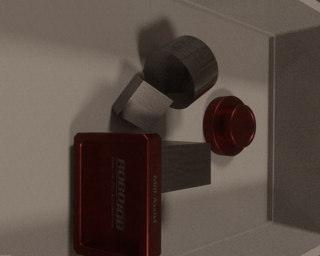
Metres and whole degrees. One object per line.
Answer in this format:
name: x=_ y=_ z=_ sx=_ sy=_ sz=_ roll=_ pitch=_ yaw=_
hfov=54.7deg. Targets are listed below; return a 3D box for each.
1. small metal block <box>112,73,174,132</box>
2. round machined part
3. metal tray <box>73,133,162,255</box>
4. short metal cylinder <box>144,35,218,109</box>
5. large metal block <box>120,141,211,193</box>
small metal block: x=-0.021 y=-0.030 z=0.377 sx=0.050 sy=0.025 sz=0.050 roll=31 pitch=101 yaw=-36
round machined part: x=0.118 y=-0.003 z=0.497 sx=0.099 sy=0.042 sz=0.097 roll=0 pitch=90 yaw=-40
metal tray: x=-0.046 y=0.070 z=0.324 sx=0.030 sy=0.090 sz=0.129 roll=0 pitch=90 yaw=-65
short metal cylinder: x=0.026 y=-0.071 z=0.395 sx=0.050 sy=0.080 sz=0.080 roll=-39 pitch=114 yaw=-34
large metal block: x=0.005 y=0.043 z=0.377 sx=0.081 sy=0.080 sz=0.050 roll=0 pitch=90 yaw=-40
